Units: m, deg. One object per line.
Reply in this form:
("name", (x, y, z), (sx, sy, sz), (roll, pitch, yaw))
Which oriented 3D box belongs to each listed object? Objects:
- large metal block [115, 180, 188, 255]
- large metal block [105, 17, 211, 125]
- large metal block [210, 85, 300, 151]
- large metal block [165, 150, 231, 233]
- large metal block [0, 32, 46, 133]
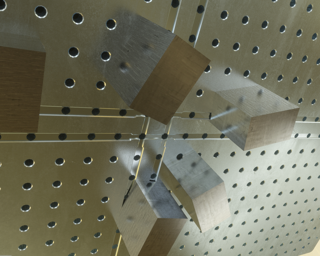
("large metal block", (-0.016, 0.133, 0.449), (0.050, 0.080, 0.080), (13, 112, -34))
("large metal block", (-0.006, -0.063, 0.333), (0.050, 0.080, 0.080), (25, 105, -37))
("large metal block", (0.129, -0.018, 0.434), (0.081, 0.080, 0.050), (-11, 123, -23))
("large metal block", (0.057, 0.093, 0.464), (0.050, 0.080, 0.080), (-27, 128, -11))
("large metal block", (-0.154, -0.043, 0.284), (0.081, 0.050, 0.079), (2, 118, -29))
